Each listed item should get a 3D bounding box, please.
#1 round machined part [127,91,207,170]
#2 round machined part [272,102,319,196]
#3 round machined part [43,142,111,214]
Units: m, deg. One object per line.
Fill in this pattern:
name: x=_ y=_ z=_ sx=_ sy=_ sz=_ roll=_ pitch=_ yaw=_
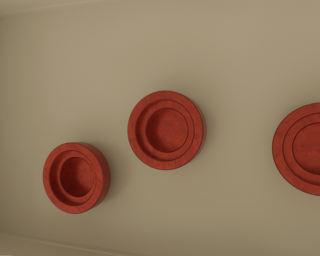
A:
round machined part: x=0.012 y=0.003 z=0.397 sx=0.098 sy=0.042 sz=0.097 roll=0 pitch=90 yaw=20
round machined part: x=0.175 y=0.022 z=0.339 sx=0.098 sy=0.042 sz=0.097 roll=0 pitch=90 yaw=20
round machined part: x=-0.113 y=0.068 z=0.441 sx=0.098 sy=0.042 sz=0.097 roll=0 pitch=90 yaw=20
